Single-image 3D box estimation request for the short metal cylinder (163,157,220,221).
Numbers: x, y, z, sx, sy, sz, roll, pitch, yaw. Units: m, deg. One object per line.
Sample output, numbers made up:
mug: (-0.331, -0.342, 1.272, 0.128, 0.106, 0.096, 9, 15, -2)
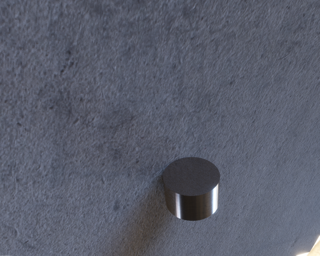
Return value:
short metal cylinder: (0.046, 0.087, 0.453, 0.081, 0.080, 0.050, -18, 126, -18)
